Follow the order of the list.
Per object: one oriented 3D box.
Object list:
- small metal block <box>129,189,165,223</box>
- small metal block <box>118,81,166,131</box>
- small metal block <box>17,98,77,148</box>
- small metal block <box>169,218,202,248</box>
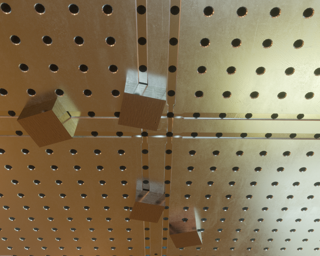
[{"bbox_3d":[-0.022,0.133,0.524,0.050,0.025,0.050,12,129,-10],"label":"small metal block"},{"bbox_3d":[-0.023,-0.027,0.389,0.050,0.025,0.050,10,129,-9],"label":"small metal block"},{"bbox_3d":[-0.146,-0.006,0.405,0.050,0.025,0.050,-15,129,12],"label":"small metal block"},{"bbox_3d":[0.048,0.198,0.580,0.050,0.025,0.050,-13,129,10],"label":"small metal block"}]
